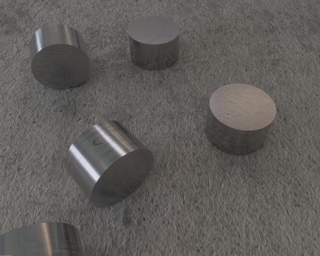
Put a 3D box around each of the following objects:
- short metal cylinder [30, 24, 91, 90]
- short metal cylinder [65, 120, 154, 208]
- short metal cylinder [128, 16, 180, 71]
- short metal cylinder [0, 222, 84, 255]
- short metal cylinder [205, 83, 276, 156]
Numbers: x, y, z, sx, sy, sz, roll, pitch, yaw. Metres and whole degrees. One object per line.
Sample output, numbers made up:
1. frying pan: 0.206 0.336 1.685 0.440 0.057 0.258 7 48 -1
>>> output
1. short metal cylinder: -0.146 -0.103 0.453 0.081 0.080 0.050 -14 52 -11
2. short metal cylinder: -0.053 0.039 0.335 0.080 0.080 0.050 -34 58 -25
3. short metal cylinder: -0.009 -0.138 0.503 0.080 0.050 0.080 0 50 0
4. short metal cylinder: -0.105 0.123 0.263 0.081 0.080 0.050 -16 52 -13
5. short metal cylinder: 0.101 -0.012 0.397 0.080 0.050 0.080 0 50 0
